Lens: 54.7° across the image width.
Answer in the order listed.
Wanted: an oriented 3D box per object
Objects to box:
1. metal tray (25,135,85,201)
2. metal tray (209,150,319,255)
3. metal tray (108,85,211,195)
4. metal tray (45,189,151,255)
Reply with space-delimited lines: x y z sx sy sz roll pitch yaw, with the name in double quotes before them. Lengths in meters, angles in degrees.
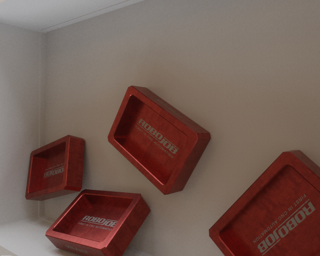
"metal tray" -0.183 0.072 0.536 0.130 0.030 0.090 -20 62 38
"metal tray" 0.119 0.097 0.304 0.090 0.030 0.129 49 118 28
"metal tray" -0.007 0.012 0.407 0.130 0.030 0.089 38 113 33
"metal tray" -0.088 0.131 0.434 0.130 0.090 0.030 -5 123 39
